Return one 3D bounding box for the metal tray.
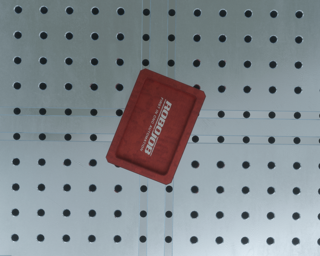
[{"bbox_3d":[-0.005,-0.002,0.411,0.090,0.030,0.129,22,90,-1],"label":"metal tray"}]
